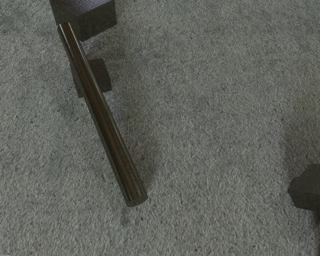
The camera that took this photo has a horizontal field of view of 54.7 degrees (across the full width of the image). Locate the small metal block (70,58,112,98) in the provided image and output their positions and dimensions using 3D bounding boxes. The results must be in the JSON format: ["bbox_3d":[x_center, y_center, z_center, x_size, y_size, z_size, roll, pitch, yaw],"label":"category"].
[{"bbox_3d":[-0.104,-0.076,0.466,0.050,0.025,0.050,-15,52,-13],"label":"small metal block"}]

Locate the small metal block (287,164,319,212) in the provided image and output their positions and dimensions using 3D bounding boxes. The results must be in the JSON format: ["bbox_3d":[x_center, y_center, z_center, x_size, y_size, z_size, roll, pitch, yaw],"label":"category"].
[{"bbox_3d":[0.177,0.064,0.333,0.050,0.025,0.050,-35,15,-26],"label":"small metal block"}]

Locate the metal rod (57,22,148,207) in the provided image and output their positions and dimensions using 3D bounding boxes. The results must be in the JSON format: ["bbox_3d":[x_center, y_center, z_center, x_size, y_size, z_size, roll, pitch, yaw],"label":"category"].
[{"bbox_3d":[-0.085,-0.037,0.408,0.025,0.025,0.299,-19,60,-16],"label":"metal rod"}]

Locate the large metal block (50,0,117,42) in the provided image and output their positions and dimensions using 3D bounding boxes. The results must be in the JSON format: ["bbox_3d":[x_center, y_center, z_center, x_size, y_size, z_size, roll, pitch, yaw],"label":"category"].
[{"bbox_3d":[-0.137,-0.210,0.562,0.080,0.050,0.080,37,59,26],"label":"large metal block"}]
